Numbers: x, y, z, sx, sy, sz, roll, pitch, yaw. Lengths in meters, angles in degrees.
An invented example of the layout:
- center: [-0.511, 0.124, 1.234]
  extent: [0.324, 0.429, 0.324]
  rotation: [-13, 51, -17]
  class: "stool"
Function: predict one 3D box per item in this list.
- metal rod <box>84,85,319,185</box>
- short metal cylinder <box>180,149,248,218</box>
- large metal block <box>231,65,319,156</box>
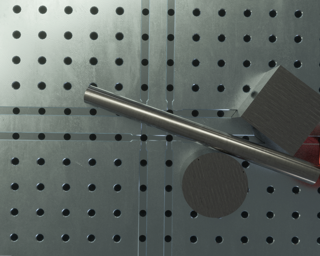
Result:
- center: [0.045, 0.005, 0.391]
  extent: [0.301, 0.025, 0.025]
  rotation: [20, 90, 8]
  class: "metal rod"
- center: [0.067, 0.069, 0.401]
  extent: [0.081, 0.050, 0.079]
  rotation: [0, 91, 0]
  class: "short metal cylinder"
- center: [0.154, -0.021, 0.402]
  extent: [0.080, 0.050, 0.080]
  rotation: [37, 90, 0]
  class: "large metal block"
